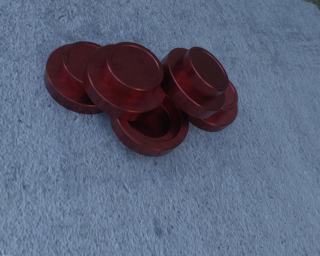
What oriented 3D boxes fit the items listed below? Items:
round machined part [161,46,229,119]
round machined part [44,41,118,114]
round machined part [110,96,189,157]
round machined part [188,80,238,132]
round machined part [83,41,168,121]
[{"bbox_3d":[0.049,-0.064,0.395,0.099,0.042,0.098,25,46,-29],"label":"round machined part"},{"bbox_3d":[-0.091,-0.069,0.388,0.099,0.042,0.098,14,56,-21],"label":"round machined part"},{"bbox_3d":[-0.016,-0.008,0.392,0.099,0.042,0.098,14,56,-21],"label":"round machined part"},{"bbox_3d":[0.077,-0.046,0.466,0.099,0.042,0.098,14,56,-21],"label":"round machined part"},{"bbox_3d":[-0.035,-0.061,0.359,0.099,0.042,0.098,14,56,-21],"label":"round machined part"}]
